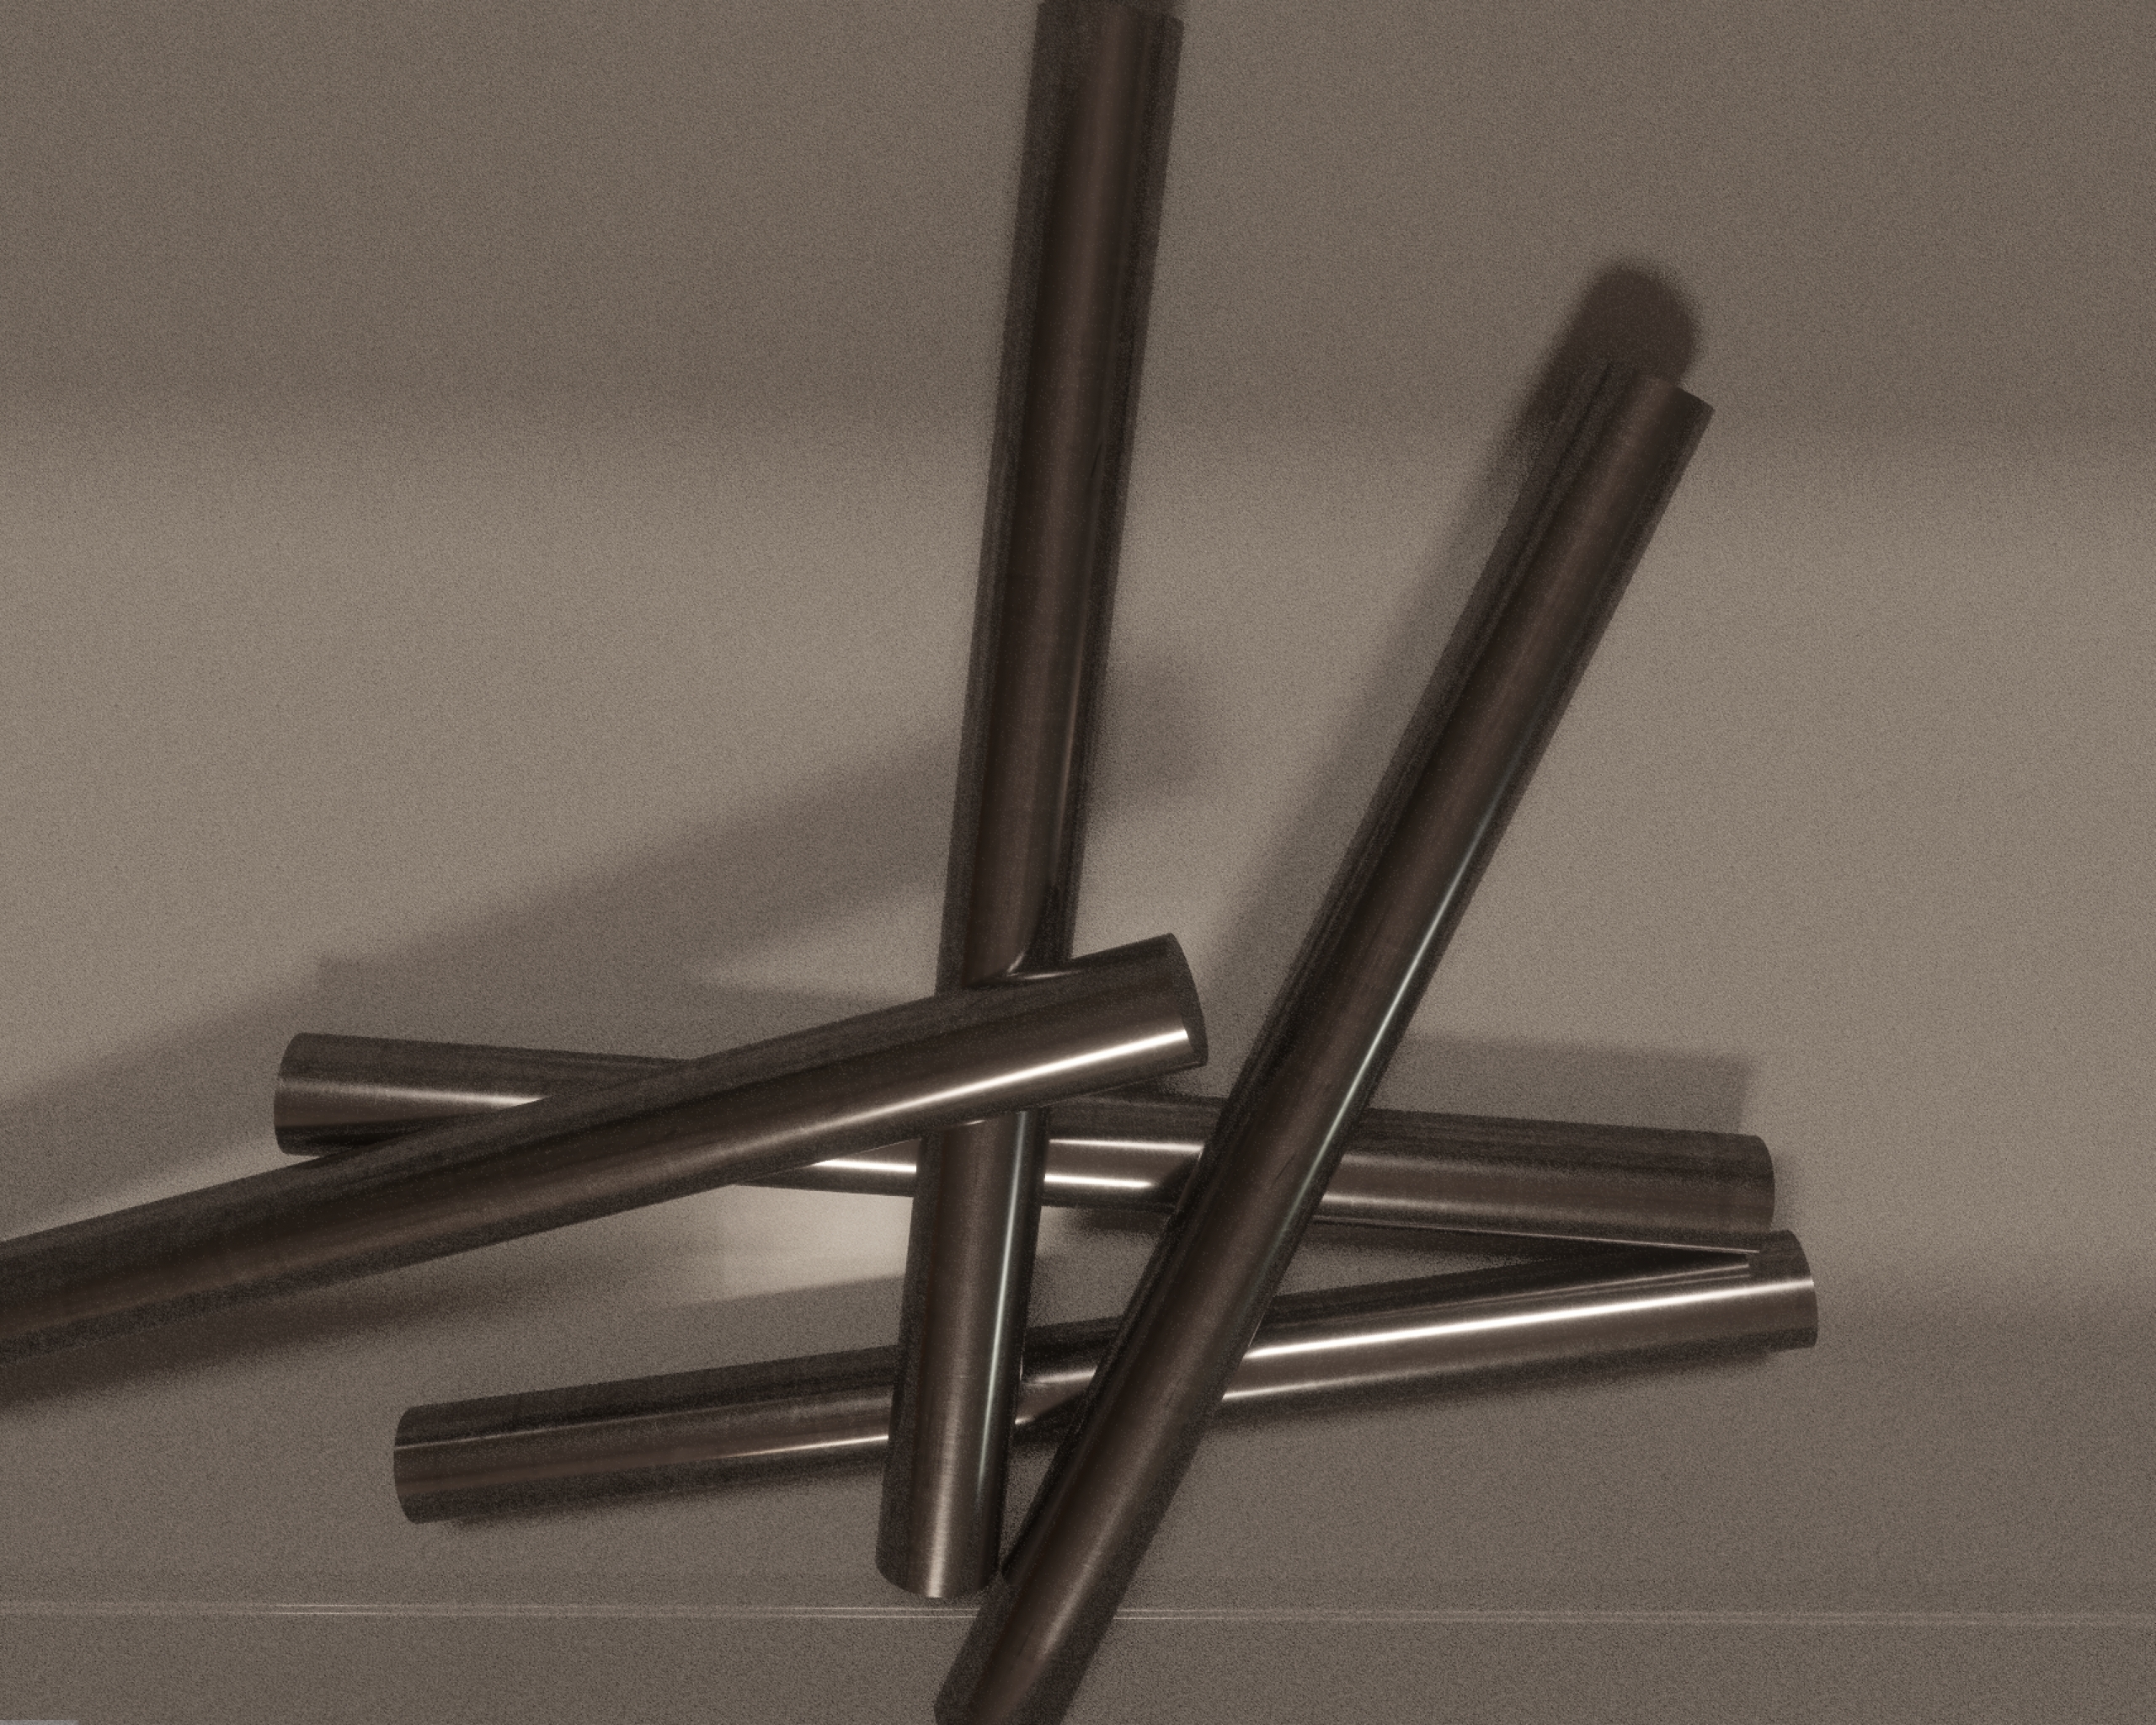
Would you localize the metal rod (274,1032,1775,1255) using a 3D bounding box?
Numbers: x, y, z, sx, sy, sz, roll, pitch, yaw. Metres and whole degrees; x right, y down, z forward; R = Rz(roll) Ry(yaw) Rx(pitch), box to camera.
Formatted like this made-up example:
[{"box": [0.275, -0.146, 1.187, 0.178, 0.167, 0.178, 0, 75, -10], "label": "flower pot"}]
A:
[{"box": [-0.009, 0.058, 0.431, 0.302, 0.025, 0.025, 4, 110, -2], "label": "metal rod"}]

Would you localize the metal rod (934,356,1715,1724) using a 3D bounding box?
[{"box": [0.043, 0.046, 0.406, 0.025, 0.025, 0.298, 23, 100, -9], "label": "metal rod"}]

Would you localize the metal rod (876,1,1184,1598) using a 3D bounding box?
[{"box": [-0.012, -0.001, 0.391, 0.025, 0.025, 0.298, 6, 104, -3], "label": "metal rod"}]

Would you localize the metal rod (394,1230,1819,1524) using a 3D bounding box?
[{"box": [0.005, 0.111, 0.451, 0.302, 0.025, 0.025, -8, 110, 2], "label": "metal rod"}]

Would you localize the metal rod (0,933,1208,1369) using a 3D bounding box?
[{"box": [-0.123, 0.064, 0.405, 0.301, 0.025, 0.025, -15, 110, 11], "label": "metal rod"}]
